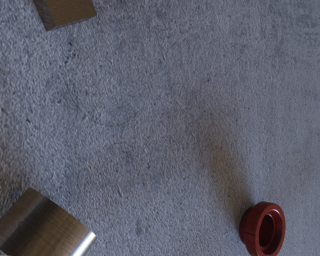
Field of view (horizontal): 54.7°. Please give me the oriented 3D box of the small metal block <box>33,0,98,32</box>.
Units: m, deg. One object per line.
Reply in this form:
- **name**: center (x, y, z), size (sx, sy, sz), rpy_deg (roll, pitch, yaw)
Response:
- **small metal block**: center (-0.101, -0.133, 0.321), size (0.050, 0.025, 0.050), rpy_deg (-32, 110, -36)

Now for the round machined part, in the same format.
- **round machined part**: center (0.177, 0.178, 0.546), size (0.099, 0.042, 0.097), rpy_deg (0, 90, -40)

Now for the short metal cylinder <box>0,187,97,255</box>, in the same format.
- **short metal cylinder**: center (-0.105, 0.099, 0.282), size (0.080, 0.080, 0.050), rpy_deg (52, 60, -28)
